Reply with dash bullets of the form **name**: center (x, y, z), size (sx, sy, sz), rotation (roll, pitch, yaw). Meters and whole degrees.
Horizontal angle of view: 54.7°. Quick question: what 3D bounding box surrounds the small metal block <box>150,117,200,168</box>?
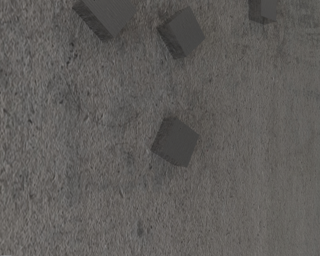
- **small metal block**: center (0.021, 0.020, 0.422), size (0.050, 0.025, 0.050), rotation (36, 68, -34)

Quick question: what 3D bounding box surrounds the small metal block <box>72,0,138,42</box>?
- **small metal block**: center (-0.062, -0.136, 0.352), size (0.050, 0.025, 0.050), rotation (47, 62, -30)

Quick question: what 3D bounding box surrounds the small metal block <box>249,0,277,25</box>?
- **small metal block**: center (0.185, -0.219, 0.559), size (0.050, 0.025, 0.050), rotation (-2, 91, -40)

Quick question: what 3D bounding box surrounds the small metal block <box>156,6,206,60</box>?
- **small metal block**: center (0.030, -0.131, 0.429), size (0.050, 0.025, 0.050), rotation (-48, 119, -29)
